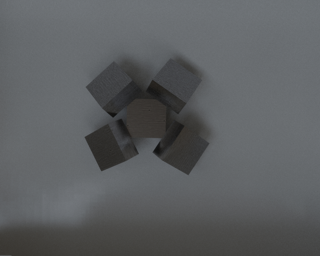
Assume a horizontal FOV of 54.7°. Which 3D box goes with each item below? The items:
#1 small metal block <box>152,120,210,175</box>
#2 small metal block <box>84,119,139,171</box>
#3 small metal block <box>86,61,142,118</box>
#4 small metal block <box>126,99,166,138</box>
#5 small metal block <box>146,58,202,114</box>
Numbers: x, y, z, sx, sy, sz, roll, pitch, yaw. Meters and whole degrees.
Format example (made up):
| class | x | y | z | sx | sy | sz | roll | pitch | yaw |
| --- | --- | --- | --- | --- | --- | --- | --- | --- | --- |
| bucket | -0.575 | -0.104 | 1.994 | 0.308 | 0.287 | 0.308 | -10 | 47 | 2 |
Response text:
| class | x | y | z | sx | sy | sz | roll | pitch | yaw |
| --- | --- | --- | --- | --- | --- | --- | --- | --- | --- |
| small metal block | 0.027 | 0.026 | 0.398 | 0.050 | 0.025 | 0.050 | 34 | 90 | -35 |
| small metal block | -0.062 | 0.022 | 0.397 | 0.050 | 0.025 | 0.050 | -26 | 90 | 37 |
| small metal block | -0.059 | -0.050 | 0.396 | 0.050 | 0.025 | 0.050 | -42 | 53 | 0 |
| small metal block | -0.017 | -0.012 | 0.409 | 0.050 | 0.025 | 0.050 | 2 | 90 | 0 |
| small metal block | 0.018 | -0.054 | 0.397 | 0.050 | 0.025 | 0.050 | 35 | 53 | -1 |
